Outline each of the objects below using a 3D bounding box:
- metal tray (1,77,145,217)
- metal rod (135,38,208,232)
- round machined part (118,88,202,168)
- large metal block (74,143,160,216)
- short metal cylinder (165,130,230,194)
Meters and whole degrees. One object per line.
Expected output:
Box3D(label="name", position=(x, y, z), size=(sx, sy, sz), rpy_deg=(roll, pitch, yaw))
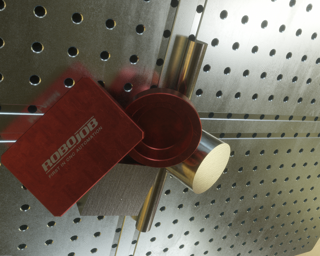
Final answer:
Box3D(label="metal tray", position=(-0.092, 0.020, 0.338), size=(0.130, 0.030, 0.090), rpy_deg=(-44, 91, 2))
Box3D(label="metal rod", position=(0.009, 0.027, 0.434), size=(0.025, 0.025, 0.298), rpy_deg=(1, 118, -29))
Box3D(label="round machined part", position=(0.000, -0.003, 0.382), size=(0.099, 0.042, 0.097), rpy_deg=(0, 115, 0))
Box3D(label="large metal block", position=(-0.059, 0.066, 0.404), size=(0.081, 0.050, 0.079), rpy_deg=(11, 113, -33))
Box3D(label="short metal cylinder", position=(0.054, 0.045, 0.435), size=(0.081, 0.050, 0.079), rpy_deg=(-31, 138, -33))
